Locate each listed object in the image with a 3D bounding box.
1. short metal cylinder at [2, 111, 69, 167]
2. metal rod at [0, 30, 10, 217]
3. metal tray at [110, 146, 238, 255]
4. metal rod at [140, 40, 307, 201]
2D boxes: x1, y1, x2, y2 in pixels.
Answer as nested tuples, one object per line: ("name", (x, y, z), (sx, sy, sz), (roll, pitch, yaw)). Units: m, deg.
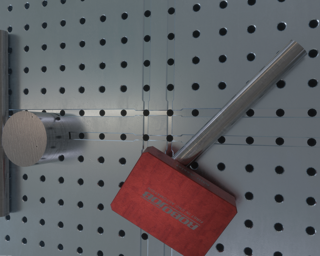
("short metal cylinder", (-0.186, 0.015, 0.465), (0.080, 0.050, 0.079), (0, 90, 20))
("metal rod", (-0.260, -0.008, 0.504), (0.025, 0.025, 0.298), (-1, 90, 20))
("metal tray", (0.017, 0.094, 0.385), (0.130, 0.030, 0.090), (32, 104, 2))
("metal rod", (0.058, 0.011, 0.391), (0.299, 0.025, 0.025), (-46, 76, 14))
